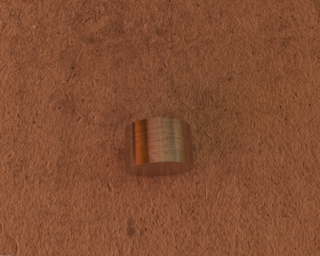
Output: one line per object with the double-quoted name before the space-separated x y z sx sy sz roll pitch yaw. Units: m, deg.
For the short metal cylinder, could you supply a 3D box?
"short metal cylinder" -0.001 0.025 0.370 0.080 0.080 0.050 -3 70 -1
